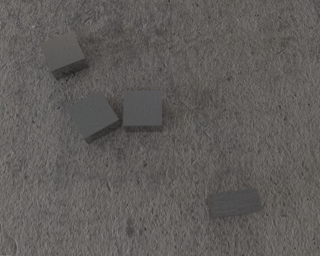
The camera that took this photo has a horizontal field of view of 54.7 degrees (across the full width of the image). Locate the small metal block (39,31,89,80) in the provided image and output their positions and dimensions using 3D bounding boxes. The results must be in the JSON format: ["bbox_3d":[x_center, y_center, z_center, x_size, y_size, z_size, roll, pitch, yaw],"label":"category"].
[{"bbox_3d":[-0.137,-0.104,0.445,0.050,0.025,0.050,-24,72,-9],"label":"small metal block"}]

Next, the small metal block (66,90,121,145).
[{"bbox_3d":[-0.087,-0.014,0.413,0.050,0.025,0.050,-30,73,-11],"label":"small metal block"}]

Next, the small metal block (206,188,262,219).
[{"bbox_3d":[0.084,0.090,0.363,0.050,0.050,0.025,-6,70,-2],"label":"small metal block"}]

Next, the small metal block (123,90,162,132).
[{"bbox_3d":[-0.023,-0.022,0.416,0.050,0.025,0.050,-1,70,-1],"label":"small metal block"}]
